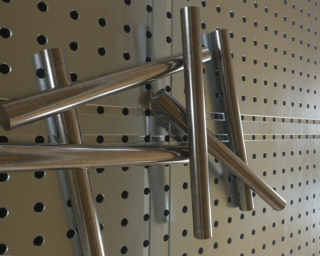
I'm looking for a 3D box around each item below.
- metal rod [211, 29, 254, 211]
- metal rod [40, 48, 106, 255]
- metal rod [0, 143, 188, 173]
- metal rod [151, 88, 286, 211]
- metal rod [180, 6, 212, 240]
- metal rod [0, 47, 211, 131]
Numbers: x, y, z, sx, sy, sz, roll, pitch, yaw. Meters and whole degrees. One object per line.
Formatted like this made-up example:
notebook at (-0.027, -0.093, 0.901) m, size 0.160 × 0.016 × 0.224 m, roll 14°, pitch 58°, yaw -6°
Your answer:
metal rod at (0.121, -0.008, 0.508) m, size 0.025 × 0.025 × 0.298 m, roll -18°, pitch 102°, yaw -38°
metal rod at (-0.086, 0.067, 0.336) m, size 0.025 × 0.025 × 0.298 m, roll -15°, pitch 100°, yaw -39°
metal rod at (-0.044, 0.031, 0.345) m, size 0.302 × 0.025 × 0.025 m, roll 5°, pitch 87°, yaw -48°
metal rod at (0.102, 0.045, 0.470) m, size 0.301 × 0.025 × 0.025 m, roll 40°, pitch 66°, yaw -25°
metal rod at (0.048, -0.003, 0.407) m, size 0.025 × 0.025 × 0.298 m, roll -8°, pitch 96°, yaw -40°
metal rod at (-0.032, -0.059, 0.359) m, size 0.302 × 0.025 × 0.025 m, roll -27°, pitch 107°, yaw -44°
